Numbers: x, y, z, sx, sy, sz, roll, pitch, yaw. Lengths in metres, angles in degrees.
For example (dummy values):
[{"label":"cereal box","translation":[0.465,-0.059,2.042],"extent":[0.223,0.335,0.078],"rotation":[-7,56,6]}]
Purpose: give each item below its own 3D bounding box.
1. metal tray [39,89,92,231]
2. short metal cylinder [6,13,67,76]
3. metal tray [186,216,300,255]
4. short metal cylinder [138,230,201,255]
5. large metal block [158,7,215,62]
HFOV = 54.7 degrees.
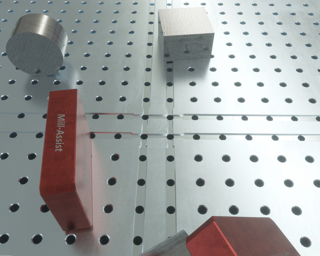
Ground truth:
[{"label":"metal tray","translation":[-0.097,0.032,0.337],"extent":[0.030,0.089,0.130],"rotation":[-7,50,-6]},{"label":"short metal cylinder","translation":[-0.187,-0.127,0.477],"extent":[0.081,0.080,0.050],"rotation":[-3,50,-2]},{"label":"metal tray","translation":[0.086,0.118,0.250],"extent":[0.030,0.131,0.090],"rotation":[-47,53,18]},{"label":"short metal cylinder","translation":[0.017,0.133,0.255],"extent":[0.050,0.080,0.080],"rotation":[-27,55,-9]},{"label":"large metal block","translation":[0.041,-0.160,0.526],"extent":[0.081,0.050,0.080],"rotation":[-5,50,-4]}]
